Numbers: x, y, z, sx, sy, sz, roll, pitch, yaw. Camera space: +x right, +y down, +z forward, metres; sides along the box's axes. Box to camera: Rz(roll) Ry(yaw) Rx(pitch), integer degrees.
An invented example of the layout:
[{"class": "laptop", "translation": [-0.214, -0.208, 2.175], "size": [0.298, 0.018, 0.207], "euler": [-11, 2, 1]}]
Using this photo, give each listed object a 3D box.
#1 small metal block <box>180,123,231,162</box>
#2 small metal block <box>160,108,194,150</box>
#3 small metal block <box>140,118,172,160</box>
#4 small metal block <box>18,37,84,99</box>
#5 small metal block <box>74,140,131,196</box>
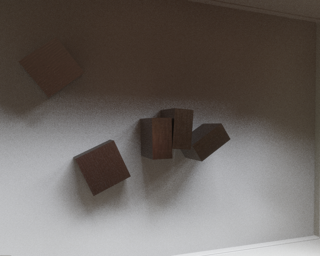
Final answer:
[{"class": "small metal block", "translation": [0.058, 0.018, 0.418], "size": [0.050, 0.050, 0.025], "euler": [-35, 102, -17]}, {"class": "small metal block", "translation": [0.020, 0.001, 0.404], "size": [0.025, 0.050, 0.050], "euler": [5, 89, -20]}, {"class": "small metal block", "translation": [-0.006, 0.012, 0.395], "size": [0.025, 0.050, 0.050], "euler": [-1, 91, -20]}, {"class": "small metal block", "translation": [-0.126, -0.069, 0.364], "size": [0.050, 0.025, 0.050], "euler": [-40, 103, -16]}, {"class": "small metal block", "translation": [-0.072, 0.048, 0.384], "size": [0.050, 0.025, 0.050], "euler": [-27, 99, -18]}]
